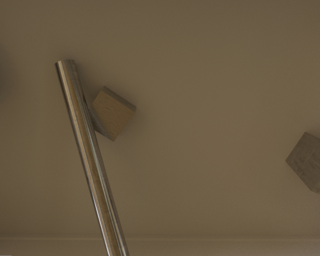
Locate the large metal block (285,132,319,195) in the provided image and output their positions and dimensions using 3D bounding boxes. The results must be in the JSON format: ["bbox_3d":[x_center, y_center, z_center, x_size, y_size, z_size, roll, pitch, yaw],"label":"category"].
[{"bbox_3d":[0.227,0.056,0.406,0.080,0.080,0.050,24,108,-9],"label":"large metal block"}]

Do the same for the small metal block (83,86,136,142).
[{"bbox_3d":[-0.066,-0.018,0.404,0.050,0.025,0.050,34,106,-12],"label":"small metal block"}]

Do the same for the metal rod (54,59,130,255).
[{"bbox_3d":[-0.075,0.063,0.373,0.025,0.025,0.298,-17,87,5],"label":"metal rod"}]
